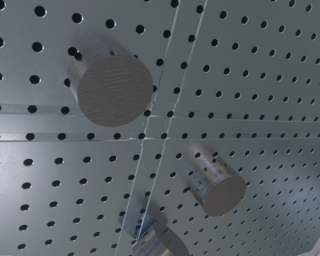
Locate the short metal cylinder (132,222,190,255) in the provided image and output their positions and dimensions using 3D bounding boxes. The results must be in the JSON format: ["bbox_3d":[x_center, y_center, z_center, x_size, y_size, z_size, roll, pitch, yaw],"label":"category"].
[{"bbox_3d":[0.002,0.199,0.500,0.050,0.080,0.080,-48,129,6],"label":"short metal cylinder"}]

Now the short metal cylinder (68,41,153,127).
[{"bbox_3d":[-0.054,-0.048,0.336,0.081,0.050,0.079,-14,124,-21],"label":"short metal cylinder"}]

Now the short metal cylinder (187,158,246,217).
[{"bbox_3d":[0.092,0.096,0.505,0.081,0.050,0.079,-14,124,-21],"label":"short metal cylinder"}]
